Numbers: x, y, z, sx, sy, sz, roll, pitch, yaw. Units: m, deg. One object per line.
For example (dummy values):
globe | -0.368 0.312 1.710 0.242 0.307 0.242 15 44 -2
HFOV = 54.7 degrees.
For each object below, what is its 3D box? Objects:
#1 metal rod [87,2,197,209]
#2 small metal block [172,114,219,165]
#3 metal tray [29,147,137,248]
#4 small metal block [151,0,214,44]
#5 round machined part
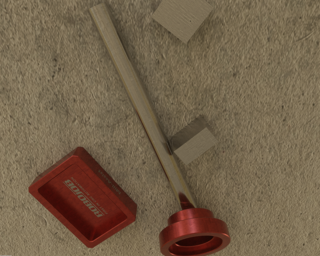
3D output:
metal rod | -0.015 -0.011 0.405 0.025 0.025 0.299 -22 109 7
small metal block | 0.044 0.014 0.402 0.050 0.050 0.025 -38 106 12
metal tray | -0.107 0.101 0.442 0.090 0.030 0.130 -36 107 11
small metal block | 0.025 -0.135 0.361 0.050 0.025 0.050 35 106 -13
round machined part | 0.047 0.148 0.442 0.099 0.042 0.097 -5 140 -4
